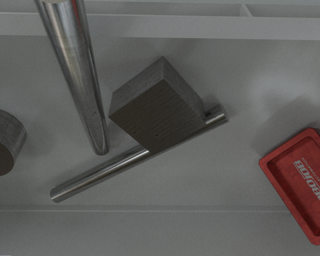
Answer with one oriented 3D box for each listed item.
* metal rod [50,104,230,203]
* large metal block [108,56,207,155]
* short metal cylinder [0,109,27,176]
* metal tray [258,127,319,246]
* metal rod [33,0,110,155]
[{"bbox_3d":[-0.042,0.045,0.446,0.300,0.025,0.025,-27,125,21],"label":"metal rod"},{"bbox_3d":[-0.002,-0.024,0.372,0.080,0.050,0.080,-32,124,24],"label":"large metal block"},{"bbox_3d":[-0.225,0.019,0.406,0.081,0.050,0.079,0,130,0],"label":"short metal cylinder"},{"bbox_3d":[0.206,0.075,0.411,0.090,0.130,0.030,-42,154,29],"label":"metal tray"},{"bbox_3d":[-0.067,-0.023,0.294,0.025,0.025,0.299,5,160,-4],"label":"metal rod"}]
